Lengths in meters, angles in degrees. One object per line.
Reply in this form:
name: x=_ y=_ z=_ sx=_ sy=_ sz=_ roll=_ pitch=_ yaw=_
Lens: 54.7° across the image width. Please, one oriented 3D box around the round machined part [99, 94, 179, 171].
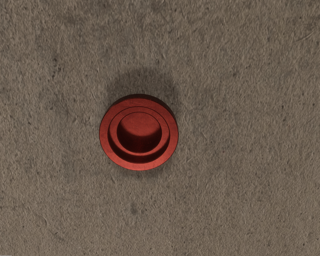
round machined part: x=-0.026 y=0.003 z=0.401 sx=0.099 sy=0.042 sz=0.097 roll=0 pitch=110 yaw=-1
